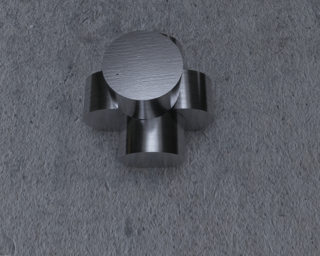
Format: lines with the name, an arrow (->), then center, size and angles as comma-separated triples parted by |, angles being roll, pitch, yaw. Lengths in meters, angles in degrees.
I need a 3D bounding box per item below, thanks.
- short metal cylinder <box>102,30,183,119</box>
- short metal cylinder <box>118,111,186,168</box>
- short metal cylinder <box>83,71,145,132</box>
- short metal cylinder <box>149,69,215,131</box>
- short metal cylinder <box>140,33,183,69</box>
short metal cylinder -> -0.017, -0.055, 0.331 | 0.081, 0.050, 0.080 | 0, 70, 0
short metal cylinder -> -0.009, 0.015, 0.374 | 0.081, 0.080, 0.050 | 0, 70, -1
short metal cylinder -> -0.055, -0.031, 0.391 | 0.081, 0.080, 0.050 | -1, 70, -1
short metal cylinder -> 0.027, -0.032, 0.392 | 0.081, 0.080, 0.050 | 0, 70, -1
short metal cylinder -> -0.009, -0.080, 0.409 | 0.081, 0.080, 0.050 | -2, 70, -1
